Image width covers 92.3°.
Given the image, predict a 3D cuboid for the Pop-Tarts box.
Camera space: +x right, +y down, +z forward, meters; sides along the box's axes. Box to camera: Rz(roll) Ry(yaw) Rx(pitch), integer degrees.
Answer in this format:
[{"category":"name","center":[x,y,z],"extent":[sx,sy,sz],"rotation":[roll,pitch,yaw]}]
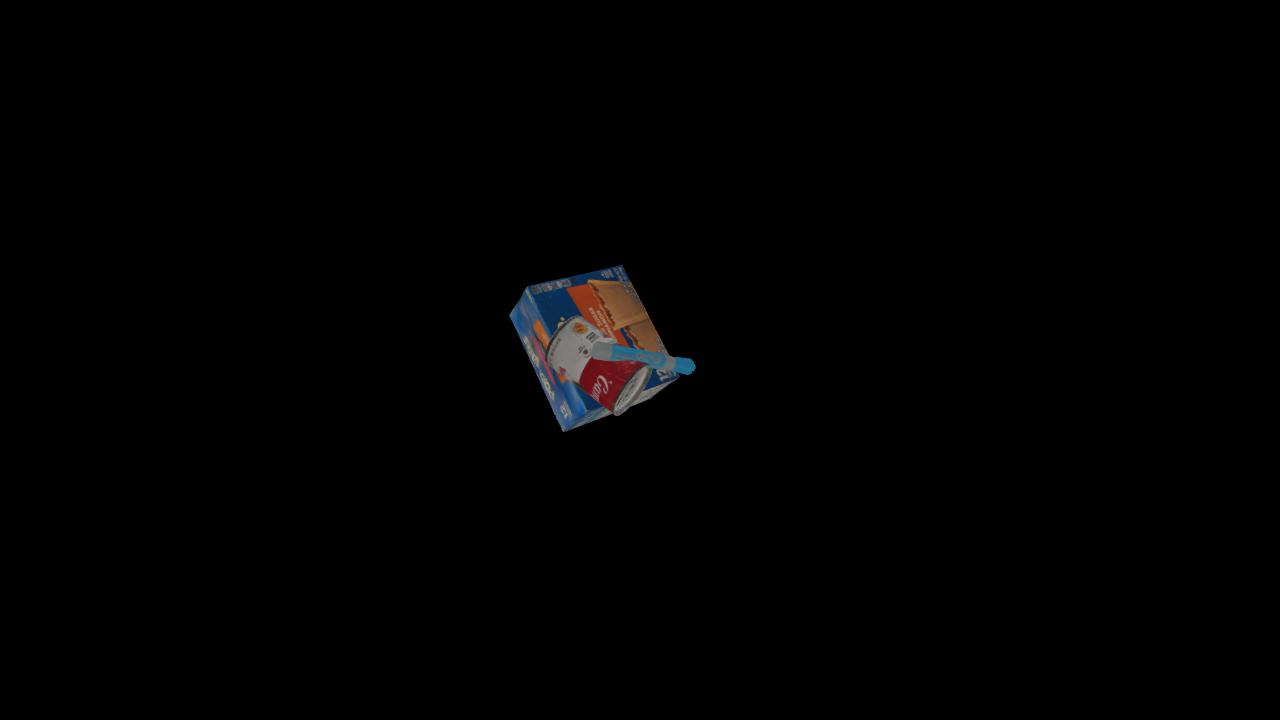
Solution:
[{"category":"Pop-Tarts box","center":[-0.057,-0.018,0.762],"extent":[0.141,0.167,0.083],"rotation":[-18,-15,-33]}]

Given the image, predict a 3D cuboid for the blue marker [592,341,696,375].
[{"category":"blue marker","center":[0.007,-0.001,0.656],"extent":[0.121,0.020,0.020],"rotation":[10,-5,-27]}]

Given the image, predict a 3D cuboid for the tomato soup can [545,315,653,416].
[{"category":"tomato soup can","center":[-0.046,0.004,0.669],"extent":[0.101,0.068,0.068],"rotation":[36,11,16]}]
